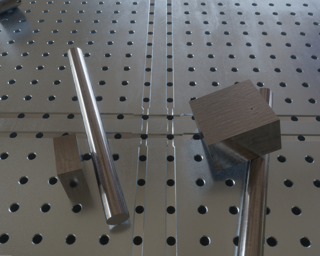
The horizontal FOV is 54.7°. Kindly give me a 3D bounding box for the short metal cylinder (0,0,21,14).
[{"bbox_3d":[-0.313,-0.262,0.590,0.080,0.080,0.050,35,58,25],"label":"short metal cylinder"}]

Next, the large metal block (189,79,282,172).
[{"bbox_3d":[0.089,-0.005,0.375,0.080,0.050,0.080,-20,43,4],"label":"large metal block"}]

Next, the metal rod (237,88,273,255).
[{"bbox_3d":[0.111,0.062,0.356,0.025,0.025,0.300,12,51,10],"label":"metal rod"}]

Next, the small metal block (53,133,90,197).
[{"bbox_3d":[-0.101,0.043,0.355,0.025,0.050,0.050,-13,52,-11],"label":"small metal block"}]

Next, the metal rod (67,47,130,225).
[{"bbox_3d":[-0.092,-0.013,0.417,0.025,0.025,0.300,-14,52,-12],"label":"metal rod"}]
